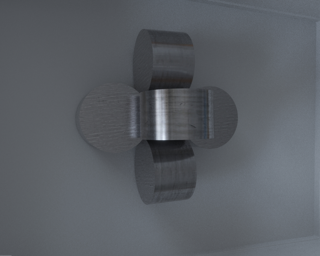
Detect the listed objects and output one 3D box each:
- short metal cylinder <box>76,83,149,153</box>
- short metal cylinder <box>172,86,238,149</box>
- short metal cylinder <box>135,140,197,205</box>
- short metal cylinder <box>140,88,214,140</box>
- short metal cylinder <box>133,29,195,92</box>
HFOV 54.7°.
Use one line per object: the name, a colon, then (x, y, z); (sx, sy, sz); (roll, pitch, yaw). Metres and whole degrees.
short metal cylinder: (-0.058, -0.012, 0.374); (0.081, 0.050, 0.080); (0, 90, -20)
short metal cylinder: (0.056, -0.013, 0.415); (0.081, 0.050, 0.080); (0, 90, -20)
short metal cylinder: (0.004, 0.051, 0.381); (0.050, 0.080, 0.080); (-2, 91, -21)
short metal cylinder: (0.019, -0.014, 0.339); (0.081, 0.080, 0.050); (-1, 90, -20)
short metal cylinder: (0.002, -0.078, 0.380); (0.050, 0.080, 0.080); (-2, 91, -21)
